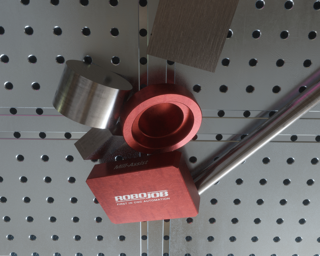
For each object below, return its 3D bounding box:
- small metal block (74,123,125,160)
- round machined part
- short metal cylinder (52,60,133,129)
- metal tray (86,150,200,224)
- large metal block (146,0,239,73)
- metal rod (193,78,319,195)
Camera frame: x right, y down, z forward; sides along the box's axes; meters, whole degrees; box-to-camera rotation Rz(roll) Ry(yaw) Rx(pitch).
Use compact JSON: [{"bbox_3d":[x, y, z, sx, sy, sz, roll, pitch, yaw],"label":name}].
[{"bbox_3d":[-0.073,0.016,0.402,0.050,0.050,0.025,-40,74,14],"label":"small metal block"},{"bbox_3d":[-0.001,-0.016,0.385,0.099,0.042,0.097,-10,134,-10],"label":"round machined part"},{"bbox_3d":[-0.080,-0.041,0.368,0.080,0.080,0.050,23,108,-8],"label":"short metal cylinder"},{"bbox_3d":[-0.021,0.083,0.416,0.130,0.030,0.090,-12,120,20],"label":"metal tray"},{"bbox_3d":[0.034,-0.117,0.357,0.080,0.050,0.079,14,109,-6],"label":"large metal block"},{"bbox_3d":[0.135,0.012,0.419,0.300,0.025,0.025,-41,105,13],"label":"metal rod"}]
